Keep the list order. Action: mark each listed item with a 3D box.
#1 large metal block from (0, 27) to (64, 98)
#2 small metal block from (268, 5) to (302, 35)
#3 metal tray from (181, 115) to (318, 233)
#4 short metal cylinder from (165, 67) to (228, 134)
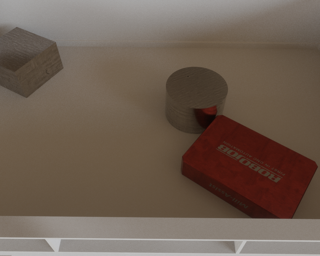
[{"bbox_3d":[-0.211,-0.102,0.472,0.080,0.050,0.080,24,54,18],"label":"large metal block"},{"bbox_3d":[0.235,-0.203,0.582,0.050,0.025,0.050,15,52,12],"label":"small metal block"},{"bbox_3d":[0.102,0.047,0.364,0.130,0.030,0.090,30,56,22],"label":"metal tray"},{"bbox_3d":[0.048,-0.038,0.422,0.081,0.050,0.080,0,50,0],"label":"short metal cylinder"}]
